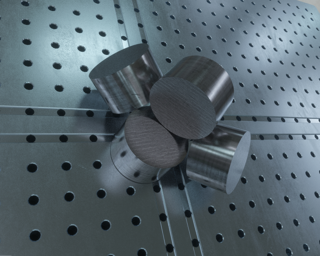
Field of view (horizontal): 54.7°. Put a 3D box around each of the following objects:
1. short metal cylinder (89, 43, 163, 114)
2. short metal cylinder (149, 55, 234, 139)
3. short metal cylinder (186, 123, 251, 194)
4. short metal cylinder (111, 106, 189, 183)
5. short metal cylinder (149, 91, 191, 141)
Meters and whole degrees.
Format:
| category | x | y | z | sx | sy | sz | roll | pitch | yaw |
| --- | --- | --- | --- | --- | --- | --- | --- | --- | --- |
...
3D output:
| category | x | y | z | sx | sy | sz | roll | pitch | yaw |
| --- | --- | --- | --- | --- | --- | --- | --- | --- | --- |
| short metal cylinder | -0.039 | -0.062 | 0.382 | 0.080 | 0.080 | 0.050 | -55 | 129 | -39 |
| short metal cylinder | 0.036 | -0.034 | 0.348 | 0.080 | 0.080 | 0.050 | 41 | 51 | 0 |
| short metal cylinder | 0.074 | 0.035 | 0.384 | 0.050 | 0.079 | 0.080 | 18 | 45 | 27 |
| short metal cylinder | -0.013 | 0.020 | 0.373 | 0.081 | 0.050 | 0.080 | 14 | 56 | -21 |
| short metal cylinder | 0.030 | -0.026 | 0.425 | 0.081 | 0.050 | 0.080 | 14 | 56 | -21 |
